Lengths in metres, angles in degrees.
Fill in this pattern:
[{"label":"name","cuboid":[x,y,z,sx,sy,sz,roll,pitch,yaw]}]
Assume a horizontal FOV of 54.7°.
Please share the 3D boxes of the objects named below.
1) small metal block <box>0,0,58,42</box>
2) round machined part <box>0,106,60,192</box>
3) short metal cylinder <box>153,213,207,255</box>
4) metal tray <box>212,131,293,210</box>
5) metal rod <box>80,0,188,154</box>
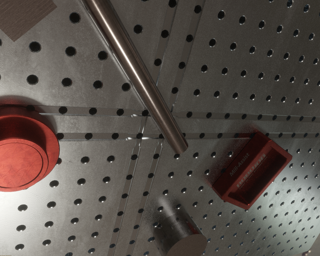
[{"label":"small metal block","cuboid":[-0.129,-0.113,0.271,0.050,0.025,0.050,-40,130,-1]},{"label":"round machined part","cuboid":[-0.159,0.029,0.332,0.099,0.042,0.097,-14,124,-21]},{"label":"short metal cylinder","cuboid":[0.034,0.195,0.537,0.081,0.050,0.079,-14,125,-21]},{"label":"metal tray","cuboid":[0.165,0.079,0.549,0.090,0.030,0.130,30,102,-38]},{"label":"metal rod","cuboid":[-0.031,-0.071,0.351,0.025,0.025,0.299,-35,129,-5]}]
